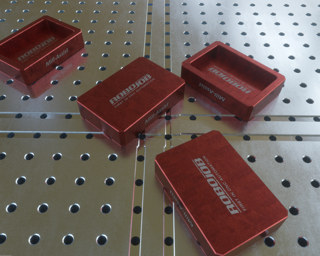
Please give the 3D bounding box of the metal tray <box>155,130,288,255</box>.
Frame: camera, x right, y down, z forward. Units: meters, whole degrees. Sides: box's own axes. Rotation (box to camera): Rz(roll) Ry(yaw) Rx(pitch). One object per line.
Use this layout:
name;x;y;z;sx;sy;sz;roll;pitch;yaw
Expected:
metal tray;0.062;0.070;0.347;0.091;0.030;0.130;-22;54;-18

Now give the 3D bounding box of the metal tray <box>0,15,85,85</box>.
metal tray;-0.203;-0.133;0.513;0.090;0.030;0.131;27;55;21

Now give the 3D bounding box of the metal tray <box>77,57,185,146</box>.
metal tray;-0.038;-0.044;0.441;0.090;0.030;0.131;34;57;25

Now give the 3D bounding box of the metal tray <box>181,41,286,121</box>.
metal tray;0.107;-0.076;0.469;0.091;0.030;0.130;-37;59;-27
